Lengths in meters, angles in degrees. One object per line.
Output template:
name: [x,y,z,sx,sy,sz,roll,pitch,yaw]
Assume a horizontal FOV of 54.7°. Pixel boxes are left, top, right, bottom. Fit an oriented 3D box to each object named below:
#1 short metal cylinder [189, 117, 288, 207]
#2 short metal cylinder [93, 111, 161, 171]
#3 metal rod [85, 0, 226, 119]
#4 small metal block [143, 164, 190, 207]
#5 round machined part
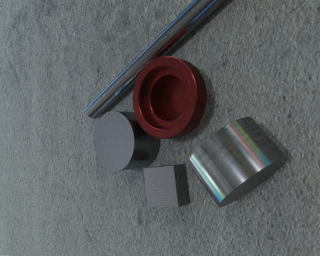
short metal cylinder: [0.076,0.034,0.306,0.080,0.081,0.050,-49,61,29]
short metal cylinder: [-0.046,0.017,0.427,0.080,0.050,0.079,0,90,40]
metal rod: [-0.008,-0.099,0.411,0.299,0.025,0.025,-36,68,34]
small metal block: [0.008,0.074,0.398,0.050,0.025,0.050,-11,83,39]
round machined part: [0.016,-0.036,0.381,0.098,0.042,0.097,0,90,40]
